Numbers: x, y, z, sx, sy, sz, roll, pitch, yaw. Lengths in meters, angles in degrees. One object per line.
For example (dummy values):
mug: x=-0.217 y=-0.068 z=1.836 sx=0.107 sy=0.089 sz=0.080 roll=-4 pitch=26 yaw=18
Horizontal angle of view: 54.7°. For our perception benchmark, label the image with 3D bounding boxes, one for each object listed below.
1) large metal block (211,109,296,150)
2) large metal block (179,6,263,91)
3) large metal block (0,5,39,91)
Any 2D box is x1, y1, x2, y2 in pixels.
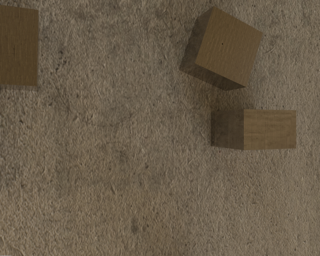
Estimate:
large metal block: x=0.126 y=0.002 z=0.426 sx=0.081 sy=0.080 sz=0.050 roll=0 pitch=90 yaw=-20
large metal block: x=0.083 y=-0.105 z=0.426 sx=0.080 sy=0.050 sz=0.080 roll=20 pitch=83 yaw=-19
large metal block: x=-0.174 y=-0.084 z=0.331 sx=0.081 sy=0.050 sz=0.080 roll=1 pitch=90 yaw=-20
